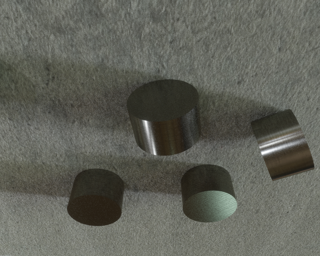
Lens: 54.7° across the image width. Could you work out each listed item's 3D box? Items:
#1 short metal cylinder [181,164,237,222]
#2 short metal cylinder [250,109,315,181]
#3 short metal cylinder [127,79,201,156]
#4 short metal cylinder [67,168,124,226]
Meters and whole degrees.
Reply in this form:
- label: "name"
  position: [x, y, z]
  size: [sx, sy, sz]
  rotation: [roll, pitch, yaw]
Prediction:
- label: "short metal cylinder"
  position: [0.074, 0.102, 0.479]
  size: [0.081, 0.050, 0.079]
  rotation: [0, 130, 0]
- label: "short metal cylinder"
  position: [0.153, 0.022, 0.392]
  size: [0.050, 0.080, 0.080]
  rotation: [-21, 127, 16]
- label: "short metal cylinder"
  position: [0.006, -0.014, 0.360]
  size: [0.080, 0.080, 0.050]
  rotation: [-6, 130, 4]
- label: "short metal cylinder"
  position: [-0.098, 0.109, 0.482]
  size: [0.081, 0.050, 0.079]
  rotation: [0, 130, 0]
